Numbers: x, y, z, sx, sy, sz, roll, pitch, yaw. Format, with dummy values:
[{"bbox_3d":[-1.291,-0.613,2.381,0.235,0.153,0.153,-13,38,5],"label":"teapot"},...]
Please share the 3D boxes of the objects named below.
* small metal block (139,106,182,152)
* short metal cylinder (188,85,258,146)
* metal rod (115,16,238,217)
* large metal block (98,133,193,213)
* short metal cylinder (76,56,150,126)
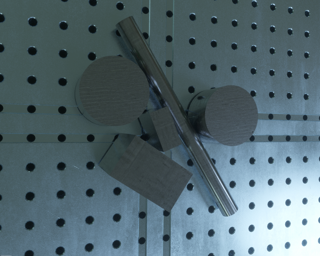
[{"bbox_3d":[-0.001,0.001,0.395,0.025,0.050,0.050,-23,98,-19],"label":"small metal block"},{"bbox_3d":[0.086,-0.016,0.427,0.081,0.050,0.079,0,90,-20],"label":"short metal cylinder"},{"bbox_3d":[0.028,-0.008,0.419,0.025,0.025,0.299,-33,101,-17],"label":"metal rod"},{"bbox_3d":[-0.021,0.050,0.371,0.080,0.080,0.050,36,79,-16],"label":"large metal block"},{"bbox_3d":[-0.059,-0.042,0.374,0.081,0.050,0.079,0,90,-20],"label":"short metal cylinder"}]
